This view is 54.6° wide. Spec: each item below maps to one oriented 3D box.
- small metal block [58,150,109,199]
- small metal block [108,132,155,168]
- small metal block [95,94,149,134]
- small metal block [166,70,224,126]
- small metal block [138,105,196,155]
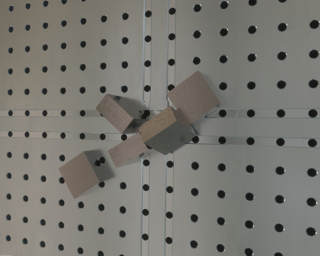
[{"bbox_3d":[-0.111,0.067,0.453,0.050,0.025,0.050,-34,79,17],"label":"small metal block"},{"bbox_3d":[-0.032,0.028,0.411,0.050,0.050,0.025,-31,80,17],"label":"small metal block"},{"bbox_3d":[-0.050,-0.019,0.417,0.050,0.050,0.025,43,104,15],"label":"small metal block"},{"bbox_3d":[0.045,-0.037,0.397,0.050,0.025,0.050,-36,79,16],"label":"small metal block"},{"bbox_3d":[0.010,0.005,0.393,0.050,0.050,0.025,-35,53,17],"label":"small metal block"}]
